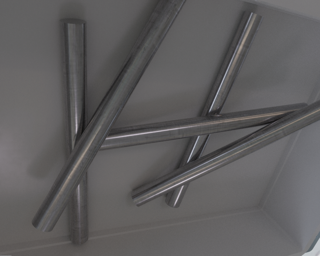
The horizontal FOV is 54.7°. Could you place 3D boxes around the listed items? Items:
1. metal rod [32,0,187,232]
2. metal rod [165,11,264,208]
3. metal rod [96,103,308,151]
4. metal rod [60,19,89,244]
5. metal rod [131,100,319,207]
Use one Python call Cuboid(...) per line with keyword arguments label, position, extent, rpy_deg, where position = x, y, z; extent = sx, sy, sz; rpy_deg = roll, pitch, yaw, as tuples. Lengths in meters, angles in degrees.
Cuboid(label="metal rod", position=(-0.057, -0.017, 0.341), extent=(0.025, 0.025, 0.299), rpy_deg=(28, 96, -38))
Cuboid(label="metal rod", position=(0.069, -0.011, 0.438), extent=(0.025, 0.025, 0.298), rpy_deg=(7, 115, -32))
Cuboid(label="metal rod", position=(0.067, -0.005, 0.410), extent=(0.302, 0.025, 0.025), rpy_deg=(-8, 122, -16))
Cuboid(label="metal rod", position=(-0.099, 0.027, 0.370), extent=(0.025, 0.025, 0.298), rpy_deg=(-8, 122, -25))
Cuboid(label="metal rod", position=(0.096, 0.036, 0.432), extent=(0.301, 0.025, 0.025), rpy_deg=(-27, 130, 9))
